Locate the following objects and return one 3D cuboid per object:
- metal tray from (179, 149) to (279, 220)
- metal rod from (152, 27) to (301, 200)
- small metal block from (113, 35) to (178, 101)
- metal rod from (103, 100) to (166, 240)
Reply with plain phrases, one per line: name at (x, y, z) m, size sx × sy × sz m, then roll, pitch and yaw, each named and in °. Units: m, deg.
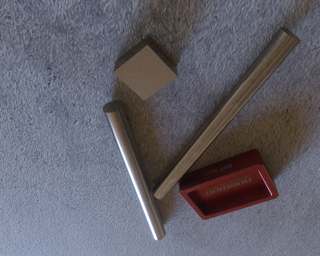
metal tray at (0.106, 0.092, 0.482) m, size 0.130 × 0.030 × 0.090 m, roll -23°, pitch 127°, yaw 18°
metal rod at (0.068, 0.003, 0.409) m, size 0.025 × 0.025 × 0.298 m, roll 22°, pitch 127°, yaw -18°
small metal block at (-0.016, -0.067, 0.350) m, size 0.050 × 0.025 × 0.050 m, roll -33°, pitch 123°, yaw 25°
metal rod at (-0.030, 0.085, 0.478) m, size 0.025 × 0.025 × 0.298 m, roll -9°, pitch 130°, yaw 7°
